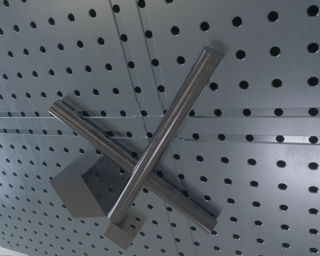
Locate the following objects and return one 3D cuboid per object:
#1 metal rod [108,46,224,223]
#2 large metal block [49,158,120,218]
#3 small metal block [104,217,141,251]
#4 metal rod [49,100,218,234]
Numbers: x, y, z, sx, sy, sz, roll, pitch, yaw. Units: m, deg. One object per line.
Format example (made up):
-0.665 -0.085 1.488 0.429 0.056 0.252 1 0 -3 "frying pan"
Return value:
-0.006 0.029 0.409 0.025 0.025 0.298 34 122 6 "metal rod"
-0.125 0.104 0.525 0.080 0.050 0.080 -14 111 34 "large metal block"
-0.069 0.189 0.565 0.050 0.025 0.050 33 129 6 "small metal block"
-0.042 0.057 0.468 0.300 0.025 0.025 37 129 3 "metal rod"
